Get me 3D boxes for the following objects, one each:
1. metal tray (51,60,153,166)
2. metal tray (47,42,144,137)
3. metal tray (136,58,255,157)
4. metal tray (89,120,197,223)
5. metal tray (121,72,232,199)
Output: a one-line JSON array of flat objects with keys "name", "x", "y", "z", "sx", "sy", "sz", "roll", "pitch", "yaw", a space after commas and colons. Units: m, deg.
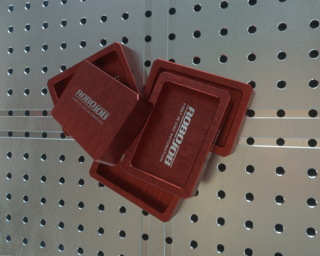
[{"name": "metal tray", "x": -0.079, "y": -0.023, "z": 0.395, "sx": 0.130, "sy": 0.030, "sz": 0.090, "roll": 36, "pitch": 94, "yaw": 39}, {"name": "metal tray", "x": -0.090, "y": -0.052, "z": 0.442, "sx": 0.130, "sy": 0.030, "sz": 0.090, "roll": -24, "pitch": 82, "yaw": 19}, {"name": "metal tray", "x": 0.042, "y": -0.027, "z": 0.394, "sx": 0.130, "sy": 0.030, "sz": 0.090, "roll": 20, "pitch": 96, "yaw": 19}, {"name": "metal tray", "x": -0.022, "y": 0.053, "z": 0.418, "sx": 0.130, "sy": 0.030, "sz": 0.090, "roll": 28, "pitch": 99, "yaw": 18}, {"name": "metal tray", "x": 0.020, "y": 0.008, "z": 0.370, "sx": 0.090, "sy": 0.030, "sz": 0.130, "roll": 21, "pitch": 85, "yaw": 19}]
